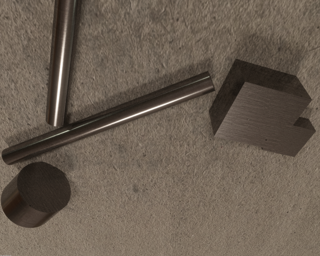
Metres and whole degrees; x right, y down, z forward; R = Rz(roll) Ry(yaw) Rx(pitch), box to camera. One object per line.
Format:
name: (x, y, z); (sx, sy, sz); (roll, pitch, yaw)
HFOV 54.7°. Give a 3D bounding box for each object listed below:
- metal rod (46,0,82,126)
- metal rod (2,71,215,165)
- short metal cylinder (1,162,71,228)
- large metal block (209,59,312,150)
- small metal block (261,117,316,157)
metal rod: (-0.090, -0.119, 0.303); (0.025, 0.025, 0.298); (13, 129, -11)
metal rod: (-0.077, -0.007, 0.399); (0.301, 0.025, 0.025); (-19, 128, 15)
short metal cylinder: (-0.179, 0.097, 0.451); (0.080, 0.080, 0.050); (34, 122, -26)
large metal block: (0.114, -0.026, 0.370); (0.081, 0.050, 0.079); (13, 129, -11)
small metal block: (0.169, 0.009, 0.417); (0.050, 0.025, 0.050); (13, 129, -11)
